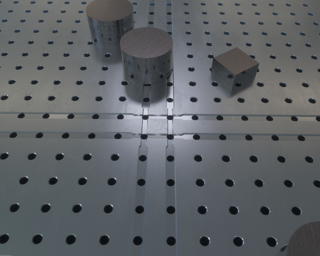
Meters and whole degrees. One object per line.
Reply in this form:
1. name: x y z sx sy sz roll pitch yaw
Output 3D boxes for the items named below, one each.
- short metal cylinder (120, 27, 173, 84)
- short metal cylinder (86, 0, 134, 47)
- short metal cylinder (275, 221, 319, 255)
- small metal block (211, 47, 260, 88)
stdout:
1. short metal cylinder: -0.020 -0.114 0.487 0.081 0.050 0.080 0 50 0
2. short metal cylinder: -0.086 -0.189 0.549 0.081 0.050 0.080 0 50 0
3. short metal cylinder: 0.149 0.133 0.281 0.081 0.050 0.080 0 50 0
4. small metal block: 0.118 -0.097 0.490 0.050 0.025 0.050 -28 55 -21
